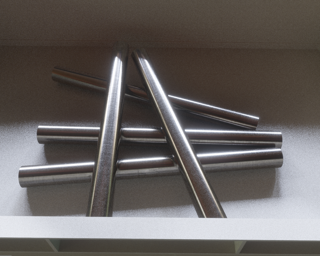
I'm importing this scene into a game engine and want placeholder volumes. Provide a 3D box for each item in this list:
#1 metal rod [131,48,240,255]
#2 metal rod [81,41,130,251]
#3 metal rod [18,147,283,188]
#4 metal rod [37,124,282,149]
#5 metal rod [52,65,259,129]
[{"bbox_3d":[0.015,0.000,0.370,0.025,0.025,0.299,-14,51,-12],"label":"metal rod"},{"bbox_3d":[-0.059,-0.008,0.376,0.025,0.025,0.300,0,50,0],"label":"metal rod"},{"bbox_3d":[-0.007,0.046,0.365,0.302,0.025,0.025,-4,50,-4],"label":"metal rod"},{"bbox_3d":[-0.001,0.012,0.392,0.302,0.025,0.025,2,50,1],"label":"metal rod"},{"bbox_3d":[-0.015,-0.043,0.438,0.301,0.025,0.025,16,52,12],"label":"metal rod"}]
